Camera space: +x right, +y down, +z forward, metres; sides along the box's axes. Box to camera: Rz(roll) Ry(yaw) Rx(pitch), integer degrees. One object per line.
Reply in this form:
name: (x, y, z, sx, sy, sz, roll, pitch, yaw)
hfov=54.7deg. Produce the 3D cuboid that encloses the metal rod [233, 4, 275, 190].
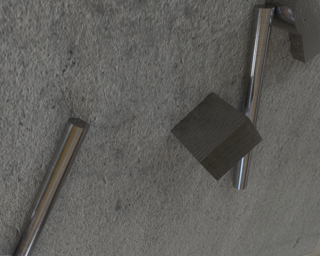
metal rod: (0.135, -0.026, 0.464, 0.025, 0.025, 0.298, -16, 125, -20)

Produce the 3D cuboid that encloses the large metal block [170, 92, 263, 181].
large metal block: (0.074, 0.009, 0.418, 0.080, 0.080, 0.050, -43, 130, 1)

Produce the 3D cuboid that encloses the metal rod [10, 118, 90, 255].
metal rod: (-0.159, 0.121, 0.394, 0.025, 0.025, 0.298, 16, 110, -35)

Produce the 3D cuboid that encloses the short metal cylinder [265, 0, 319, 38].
short metal cylinder: (0.183, -0.160, 0.391, 0.081, 0.050, 0.079, -14, 124, -21)

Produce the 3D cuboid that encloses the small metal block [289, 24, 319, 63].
small metal block: (0.216, -0.130, 0.444, 0.050, 0.025, 0.050, -34, 129, -6)
